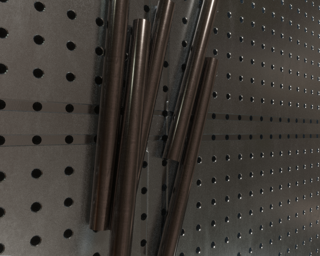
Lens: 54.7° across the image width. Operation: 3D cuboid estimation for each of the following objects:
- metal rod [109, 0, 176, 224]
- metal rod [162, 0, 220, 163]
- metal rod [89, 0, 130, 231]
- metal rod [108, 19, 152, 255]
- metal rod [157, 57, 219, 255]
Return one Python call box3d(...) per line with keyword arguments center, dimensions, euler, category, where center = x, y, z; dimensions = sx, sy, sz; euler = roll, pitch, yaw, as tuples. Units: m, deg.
box3d(center=(-0.020, -0.022, 0.393), dimensions=(0.025, 0.025, 0.299), euler=(19, 78, -39), category="metal rod")
box3d(center=(0.052, -0.097, 0.455), dimensions=(0.025, 0.025, 0.299), euler=(25, 74, -38), category="metal rod")
box3d(center=(-0.057, -0.035, 0.362), dimensions=(0.025, 0.025, 0.298), euler=(7, 85, -40), category="metal rod")
box3d(center=(-0.035, 0.014, 0.361), dimensions=(0.025, 0.025, 0.299), euler=(14, 75, -40), category="metal rod")
box3d(center=(0.043, 0.038, 0.447), dimensions=(0.025, 0.025, 0.299), euler=(24, 75, -38), category="metal rod")
